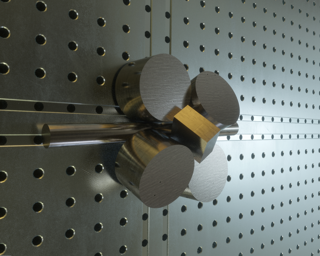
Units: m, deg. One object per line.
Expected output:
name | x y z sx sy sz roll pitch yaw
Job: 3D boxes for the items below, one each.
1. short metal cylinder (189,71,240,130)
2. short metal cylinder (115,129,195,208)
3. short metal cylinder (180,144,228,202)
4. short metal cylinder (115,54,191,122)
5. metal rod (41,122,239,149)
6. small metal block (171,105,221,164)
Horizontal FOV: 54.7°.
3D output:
short metal cylinder | 0.062 -0.030 0.423 0.081 0.050 0.080 19 56 -31
short metal cylinder | -0.006 0.047 0.368 0.081 0.050 0.079 -19 122 -33
short metal cylinder | 0.049 0.058 0.429 0.081 0.050 0.079 0 90 -40
short metal cylinder | -0.007 -0.047 0.382 0.081 0.050 0.079 0 90 -40
metal rod | 0.002 0.004 0.406 0.302 0.025 0.025 -2 92 -40
small metal block | 0.041 0.008 0.377 0.025 0.050 0.050 -40 157 -27
